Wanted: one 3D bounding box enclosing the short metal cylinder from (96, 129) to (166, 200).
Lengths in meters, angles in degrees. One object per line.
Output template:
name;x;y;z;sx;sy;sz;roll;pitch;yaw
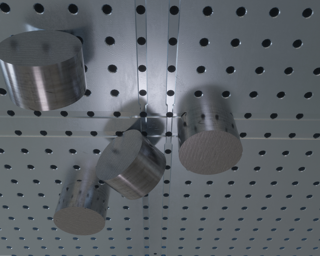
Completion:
short metal cylinder;-0.039;0.049;0.417;0.080;0.080;0.050;-30;124;23

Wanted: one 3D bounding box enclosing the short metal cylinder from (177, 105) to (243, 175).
short metal cylinder;0.064;0.017;0.410;0.081;0.050;0.079;0;130;0

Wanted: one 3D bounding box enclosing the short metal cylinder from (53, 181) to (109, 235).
short metal cylinder;-0.127;0.132;0.506;0.081;0.050;0.079;0;130;0

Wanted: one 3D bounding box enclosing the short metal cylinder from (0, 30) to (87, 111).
short metal cylinder;-0.120;-0.062;0.322;0.081;0.080;0.050;2;130;-2
